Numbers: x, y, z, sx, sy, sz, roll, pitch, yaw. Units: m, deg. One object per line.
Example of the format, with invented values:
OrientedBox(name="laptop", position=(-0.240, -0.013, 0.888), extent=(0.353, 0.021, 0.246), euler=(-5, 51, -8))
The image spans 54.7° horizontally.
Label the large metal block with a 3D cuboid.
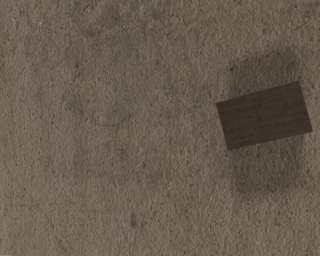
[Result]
OrientedBox(name="large metal block", position=(0.113, -0.011, 0.340), extent=(0.080, 0.080, 0.050), euler=(-15, 85, 19))
